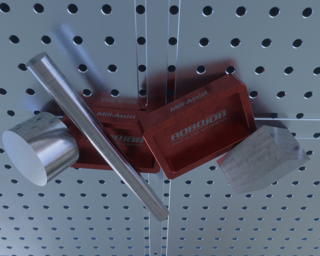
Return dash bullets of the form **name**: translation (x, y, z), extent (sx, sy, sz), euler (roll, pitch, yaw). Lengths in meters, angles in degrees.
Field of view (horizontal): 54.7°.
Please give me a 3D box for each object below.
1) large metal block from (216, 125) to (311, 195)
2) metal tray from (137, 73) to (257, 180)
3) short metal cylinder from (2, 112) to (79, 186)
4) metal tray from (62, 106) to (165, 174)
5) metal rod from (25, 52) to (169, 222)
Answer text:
- **large metal block**: translation (0.137, 0.043, 0.410), extent (0.081, 0.050, 0.080), euler (6, 139, -48)
- **metal tray**: translation (0.050, 0.001, 0.385), extent (0.130, 0.030, 0.090), euler (-27, 127, 0)
- **short metal cylinder**: translation (-0.150, 0.026, 0.392), extent (0.080, 0.050, 0.079), euler (22, 131, 27)
- **metal tray**: translation (-0.061, 0.018, 0.422), extent (0.131, 0.030, 0.089), euler (5, 130, -5)
- **metal rod**: translation (-0.061, 0.033, 0.400), extent (0.025, 0.025, 0.299), euler (-20, 128, 16)
